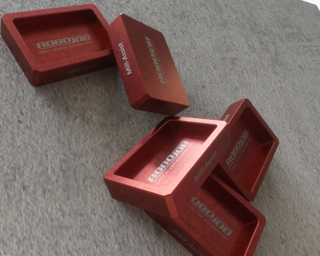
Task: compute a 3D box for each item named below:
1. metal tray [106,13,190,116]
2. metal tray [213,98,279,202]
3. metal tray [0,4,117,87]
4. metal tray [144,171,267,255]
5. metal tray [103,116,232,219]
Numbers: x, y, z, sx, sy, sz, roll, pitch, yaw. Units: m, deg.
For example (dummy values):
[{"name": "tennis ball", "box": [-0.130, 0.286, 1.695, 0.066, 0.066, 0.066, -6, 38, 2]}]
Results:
[{"name": "metal tray", "box": [-0.015, -0.084, 0.422, 0.091, 0.030, 0.130, 7, 58, -50]}, {"name": "metal tray", "box": [0.113, 0.029, 0.432, 0.090, 0.030, 0.131, 50, 50, -11]}, {"name": "metal tray", "box": [-0.122, -0.112, 0.404, 0.131, 0.030, 0.090, -26, 76, -37]}, {"name": "metal tray", "box": [0.057, 0.103, 0.369, 0.130, 0.030, 0.090, 42, 51, 0]}, {"name": "metal tray", "box": [0.012, 0.035, 0.350, 0.131, 0.090, 0.030, -44, 128, -39]}]
